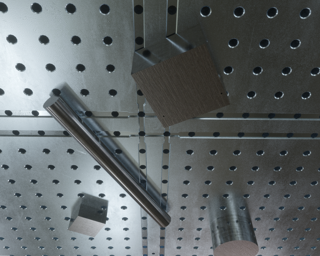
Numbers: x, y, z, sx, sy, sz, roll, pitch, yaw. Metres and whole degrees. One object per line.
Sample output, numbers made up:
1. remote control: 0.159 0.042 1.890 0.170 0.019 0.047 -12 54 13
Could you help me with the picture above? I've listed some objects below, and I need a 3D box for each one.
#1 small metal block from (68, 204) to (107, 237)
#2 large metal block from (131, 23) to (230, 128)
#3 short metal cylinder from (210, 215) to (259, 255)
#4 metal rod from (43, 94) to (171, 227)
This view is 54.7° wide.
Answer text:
1. small metal block: -0.129 0.165 0.551 0.050 0.025 0.050 24 126 -20
2. large metal block: 0.024 -0.056 0.348 0.080 0.050 0.080 -20 128 16
3. short metal cylinder: 0.136 0.205 0.573 0.081 0.050 0.079 0 130 0
4. metal rod: -0.063 0.066 0.467 0.025 0.025 0.300 -23 127 18
